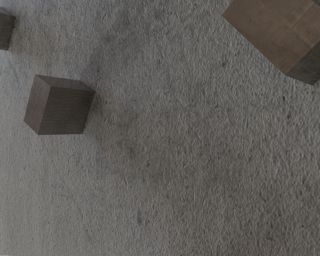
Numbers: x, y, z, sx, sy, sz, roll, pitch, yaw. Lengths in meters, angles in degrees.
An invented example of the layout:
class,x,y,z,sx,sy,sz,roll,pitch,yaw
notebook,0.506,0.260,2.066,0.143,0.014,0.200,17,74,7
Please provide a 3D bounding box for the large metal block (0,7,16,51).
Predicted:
class,x,y,z,sx,sy,sz,roll,pitch,yaw
large metal block,-0.377,-0.231,0.700,0.080,0.050,0.079,36,112,34

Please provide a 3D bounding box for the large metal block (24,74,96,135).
class,x,y,z,sx,sy,sz,roll,pitch,yaw
large metal block,-0.163,-0.036,0.504,0.050,0.081,0.079,33,111,35

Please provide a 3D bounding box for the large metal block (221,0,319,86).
class,x,y,z,sx,sy,sz,roll,pitch,yaw
large metal block,0.115,-0.087,0.274,0.050,0.081,0.080,-50,61,28
